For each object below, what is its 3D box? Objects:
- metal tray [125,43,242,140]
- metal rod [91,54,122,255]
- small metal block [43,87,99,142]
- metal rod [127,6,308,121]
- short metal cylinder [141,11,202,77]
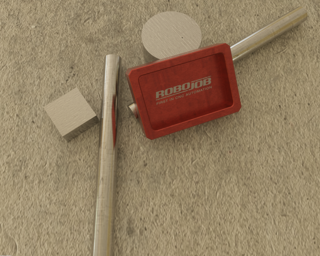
[{"bbox_3d":[0.032,-0.048,0.395,0.131,0.030,0.089,-18,107,-9],"label":"metal tray"},{"bbox_3d":[-0.067,0.042,0.392,0.025,0.025,0.299,0,70,0],"label":"metal rod"},{"bbox_3d":[-0.117,-0.018,0.414,0.050,0.025,0.050,-34,74,-12],"label":"small metal block"},{"bbox_3d":[0.089,-0.097,0.443,0.301,0.025,0.025,-31,73,-11],"label":"metal rod"},{"bbox_3d":[0.015,-0.115,0.437,0.081,0.050,0.080,0,70,0],"label":"short metal cylinder"}]
